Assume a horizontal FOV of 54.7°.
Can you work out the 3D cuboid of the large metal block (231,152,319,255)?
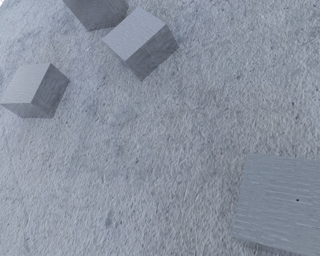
[{"bbox_3d":[0.118,0.073,0.281,0.080,0.050,0.080,5,64,30],"label":"large metal block"}]

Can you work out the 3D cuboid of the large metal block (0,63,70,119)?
[{"bbox_3d":[-0.218,-0.064,0.542,0.080,0.050,0.080,2,63,29],"label":"large metal block"}]

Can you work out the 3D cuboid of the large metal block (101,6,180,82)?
[{"bbox_3d":[-0.031,-0.133,0.486,0.080,0.050,0.080,-43,51,-1],"label":"large metal block"}]

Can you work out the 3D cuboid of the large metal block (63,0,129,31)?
[{"bbox_3d":[-0.117,-0.231,0.572,0.080,0.080,0.050,0,62,28],"label":"large metal block"}]
